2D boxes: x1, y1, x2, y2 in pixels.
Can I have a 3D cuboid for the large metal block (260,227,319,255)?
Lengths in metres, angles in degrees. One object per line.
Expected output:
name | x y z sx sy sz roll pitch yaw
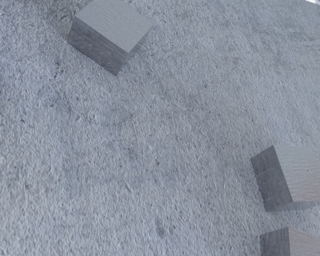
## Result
large metal block | 0.171 0.175 0.373 0.080 0.050 0.080 23 53 -15

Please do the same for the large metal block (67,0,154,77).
large metal block | -0.068 -0.132 0.432 0.080 0.050 0.080 34 51 -6

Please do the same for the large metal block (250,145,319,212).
large metal block | 0.187 0.072 0.444 0.081 0.050 0.080 5 60 -26
